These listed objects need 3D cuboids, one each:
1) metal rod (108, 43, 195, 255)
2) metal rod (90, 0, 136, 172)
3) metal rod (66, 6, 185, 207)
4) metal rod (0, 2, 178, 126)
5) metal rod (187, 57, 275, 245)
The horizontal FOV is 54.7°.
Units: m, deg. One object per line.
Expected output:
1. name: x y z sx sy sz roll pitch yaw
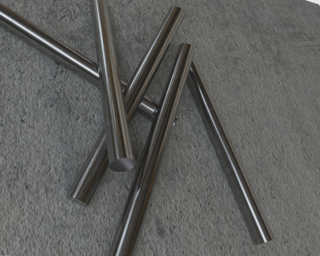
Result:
1. metal rod: -0.002 0.014 0.369 0.025 0.025 0.300 25 60 -13
2. metal rod: -0.065 -0.081 0.385 0.025 0.025 0.299 6 49 -25
3. metal rod: -0.030 -0.047 0.384 0.025 0.025 0.300 29 62 -10
4. metal rod: -0.109 -0.085 0.396 0.301 0.025 0.025 32 52 -8
5. metal rod: 0.085 0.011 0.442 0.025 0.025 0.299 -6 65 -31
